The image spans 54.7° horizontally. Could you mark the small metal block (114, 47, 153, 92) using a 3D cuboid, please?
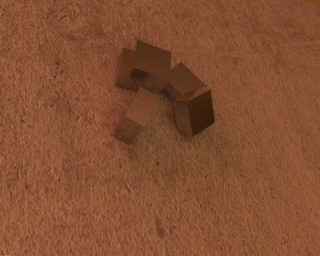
[{"bbox_3d":[-0.034,-0.079,0.433,0.050,0.025,0.050,16,55,-20],"label":"small metal block"}]

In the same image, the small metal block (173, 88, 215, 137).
[{"bbox_3d":[0.048,-0.022,0.426,0.050,0.025,0.050,-29,119,-37],"label":"small metal block"}]

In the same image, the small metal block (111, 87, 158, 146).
[{"bbox_3d":[-0.031,-0.014,0.379,0.025,0.050,0.050,30,52,-9],"label":"small metal block"}]

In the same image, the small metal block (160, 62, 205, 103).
[{"bbox_3d":[0.030,-0.063,0.458,0.050,0.025,0.050,44,51,2],"label":"small metal block"}]

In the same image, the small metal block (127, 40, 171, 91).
[{"bbox_3d":[-0.013,-0.084,0.415,0.050,0.025,0.050,15,56,-20],"label":"small metal block"}]
